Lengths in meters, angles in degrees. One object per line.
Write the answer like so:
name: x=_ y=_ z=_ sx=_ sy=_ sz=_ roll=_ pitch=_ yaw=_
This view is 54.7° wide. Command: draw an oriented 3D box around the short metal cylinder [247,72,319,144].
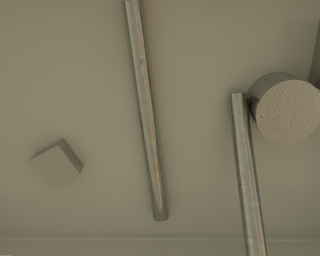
short metal cylinder: x=0.154 y=-0.027 z=0.390 sx=0.081 sy=0.050 sz=0.079 roll=0 pitch=110 yaw=-1

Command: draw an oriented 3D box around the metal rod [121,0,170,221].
metal rod: x=-0.015 y=-0.008 z=0.408 sx=0.025 sy=0.025 sz=0.298 roll=-6 pitch=110 yaw=2

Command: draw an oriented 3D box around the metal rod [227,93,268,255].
metal rod: x=0.112 y=0.105 z=0.379 sx=0.025 sy=0.025 sz=0.298 roll=-5 pitch=82 yaw=1

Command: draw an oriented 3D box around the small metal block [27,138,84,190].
small metal block: x=-0.143 y=0.050 z=0.428 sx=0.050 sy=0.025 sz=0.050 roll=-28 pitch=108 yaw=9

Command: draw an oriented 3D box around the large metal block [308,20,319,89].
large metal block: x=0.220 y=-0.081 z=0.355 sx=0.050 sy=0.080 sz=0.079 roll=1 pitch=110 yaw=-1
